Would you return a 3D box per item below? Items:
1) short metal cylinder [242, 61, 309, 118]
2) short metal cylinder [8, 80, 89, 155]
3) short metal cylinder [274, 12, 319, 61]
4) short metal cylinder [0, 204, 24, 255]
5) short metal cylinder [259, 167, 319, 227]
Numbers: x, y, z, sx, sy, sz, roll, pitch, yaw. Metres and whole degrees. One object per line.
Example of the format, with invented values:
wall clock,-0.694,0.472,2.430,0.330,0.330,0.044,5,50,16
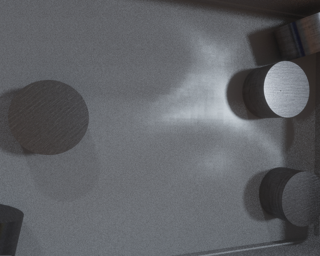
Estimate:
short metal cylinder,0.171,-0.055,0.460,0.081,0.050,0.080,0,90,-20
short metal cylinder,-0.125,-0.011,0.351,0.081,0.050,0.080,0,90,-20
short metal cylinder,0.217,-0.136,0.461,0.081,0.080,0.050,-22,98,-19
short metal cylinder,-0.186,0.109,0.313,0.081,0.080,0.050,12,86,-20
short metal cylinder,0.200,0.102,0.471,0.081,0.050,0.080,0,90,-20
